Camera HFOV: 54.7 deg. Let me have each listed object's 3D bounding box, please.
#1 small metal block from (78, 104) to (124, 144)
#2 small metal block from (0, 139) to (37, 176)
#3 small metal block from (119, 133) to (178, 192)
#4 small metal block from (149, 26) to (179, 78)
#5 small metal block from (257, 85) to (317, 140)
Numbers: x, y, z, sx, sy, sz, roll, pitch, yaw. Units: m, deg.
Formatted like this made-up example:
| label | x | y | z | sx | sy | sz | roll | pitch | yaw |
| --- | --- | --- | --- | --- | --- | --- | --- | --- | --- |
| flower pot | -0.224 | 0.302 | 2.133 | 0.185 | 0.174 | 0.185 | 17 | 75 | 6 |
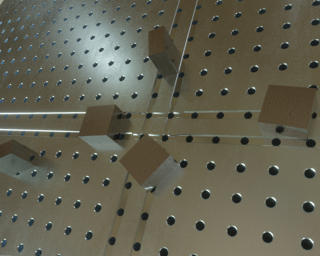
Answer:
| label | x | y | z | sx | sy | sz | roll | pitch | yaw |
| --- | --- | --- | --- | --- | --- | --- | --- | --- | --- |
| small metal block | -0.086 | -0.005 | 0.455 | 0.050 | 0.025 | 0.050 | -3 | 60 | 26 |
| small metal block | -0.230 | 0.047 | 0.481 | 0.050 | 0.050 | 0.025 | -22 | 54 | 14 |
| small metal block | -0.015 | 0.043 | 0.389 | 0.050 | 0.025 | 0.050 | -45 | 51 | -4 |
| small metal block | 0.006 | -0.112 | 0.457 | 0.025 | 0.050 | 0.050 | -14 | 56 | 20 |
| small metal block | 0.142 | -0.019 | 0.345 | 0.050 | 0.025 | 0.050 | 10 | 67 | 32 |
